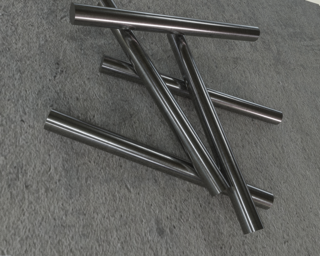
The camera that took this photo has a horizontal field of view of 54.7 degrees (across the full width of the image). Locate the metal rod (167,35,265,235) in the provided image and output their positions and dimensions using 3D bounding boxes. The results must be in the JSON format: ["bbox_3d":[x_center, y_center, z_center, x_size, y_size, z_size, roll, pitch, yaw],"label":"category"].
[{"bbox_3d":[0.065,-0.013,0.412,0.025,0.025,0.299,-4,64,-30],"label":"metal rod"}]

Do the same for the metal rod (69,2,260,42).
[{"bbox_3d":[0.027,-0.145,0.440,0.303,0.025,0.025,-5,64,-30],"label":"metal rod"}]

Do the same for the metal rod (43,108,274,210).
[{"bbox_3d":[0.011,0.044,0.382,0.302,0.025,0.025,22,54,-15],"label":"metal rod"}]

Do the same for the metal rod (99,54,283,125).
[{"bbox_3d":[0.059,-0.052,0.466,0.302,0.025,0.025,14,56,-20],"label":"metal rod"}]

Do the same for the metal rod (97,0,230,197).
[{"bbox_3d":[-0.003,-0.050,0.399,0.025,0.025,0.299,-20,72,-36],"label":"metal rod"}]
